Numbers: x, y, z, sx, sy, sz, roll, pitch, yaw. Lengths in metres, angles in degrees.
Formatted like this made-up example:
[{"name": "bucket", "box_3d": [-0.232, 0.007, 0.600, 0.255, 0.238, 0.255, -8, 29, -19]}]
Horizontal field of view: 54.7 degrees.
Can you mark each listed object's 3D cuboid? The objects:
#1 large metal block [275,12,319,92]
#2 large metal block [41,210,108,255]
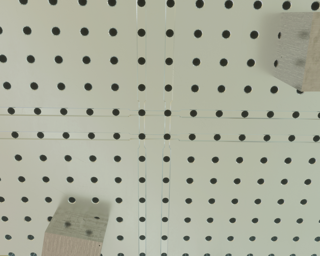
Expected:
[{"name": "large metal block", "box_3d": [0.175, -0.090, 0.353, 0.050, 0.080, 0.079, 0, 110, 0]}, {"name": "large metal block", "box_3d": [-0.128, 0.179, 0.464, 0.081, 0.050, 0.079, 13, 110, -5]}]
